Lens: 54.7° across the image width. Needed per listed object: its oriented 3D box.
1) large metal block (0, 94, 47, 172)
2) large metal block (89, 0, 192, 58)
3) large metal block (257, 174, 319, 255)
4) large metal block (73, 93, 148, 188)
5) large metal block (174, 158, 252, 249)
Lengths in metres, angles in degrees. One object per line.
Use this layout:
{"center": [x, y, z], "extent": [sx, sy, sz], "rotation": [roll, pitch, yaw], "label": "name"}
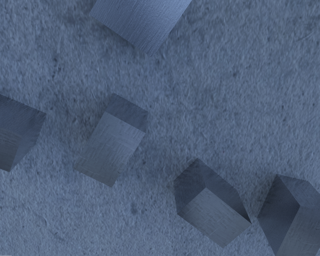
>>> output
{"center": [-0.198, 0.000, 0.378], "extent": [0.080, 0.080, 0.050], "rotation": [24, 108, -9], "label": "large metal block"}
{"center": [-0.019, -0.138, 0.345], "extent": [0.080, 0.050, 0.080], "rotation": [33, 107, -12], "label": "large metal block"}
{"center": [0.184, 0.122, 0.428], "extent": [0.050, 0.080, 0.079], "rotation": [14, 110, -6], "label": "large metal block"}
{"center": [-0.058, 0.012, 0.384], "extent": [0.050, 0.080, 0.080], "rotation": [29, 107, -11], "label": "large metal block"}
{"center": [0.067, 0.098, 0.418], "extent": [0.080, 0.080, 0.050], "rotation": [40, 105, -14], "label": "large metal block"}
